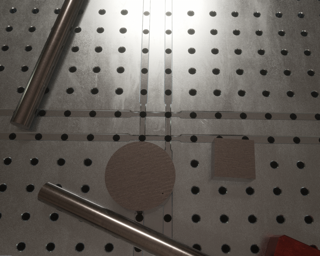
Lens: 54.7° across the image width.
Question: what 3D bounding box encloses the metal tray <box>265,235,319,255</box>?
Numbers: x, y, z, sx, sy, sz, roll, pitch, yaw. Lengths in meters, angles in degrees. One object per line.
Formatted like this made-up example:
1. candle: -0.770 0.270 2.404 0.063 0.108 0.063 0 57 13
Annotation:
1. metal tray: 0.152 0.197 0.339 0.090 0.030 0.130 23 71 7

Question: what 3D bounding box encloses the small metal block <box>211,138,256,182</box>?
1. small metal block: 0.093 0.041 0.398 0.050 0.025 0.050 4 70 1

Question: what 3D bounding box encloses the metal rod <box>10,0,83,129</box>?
1. metal rod: -0.149 -0.139 0.460 0.025 0.025 0.299 14 70 4

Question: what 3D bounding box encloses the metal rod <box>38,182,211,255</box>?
1. metal rod: -0.005 0.129 0.346 0.301 0.025 0.025 20 71 13

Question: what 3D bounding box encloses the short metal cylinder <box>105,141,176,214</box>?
1. short metal cylinder: -0.023 0.062 0.376 0.081 0.050 0.080 0 70 0
